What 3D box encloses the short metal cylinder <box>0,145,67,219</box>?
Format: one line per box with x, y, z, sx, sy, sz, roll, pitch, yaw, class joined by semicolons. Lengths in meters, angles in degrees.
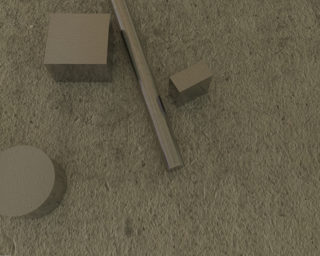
-0.158;0.066;0.369;0.081;0.050;0.080;0;70;0;short metal cylinder

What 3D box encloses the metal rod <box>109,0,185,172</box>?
-0.026;-0.083;0.437;0.025;0.025;0.299;-17;71;-6;metal rod

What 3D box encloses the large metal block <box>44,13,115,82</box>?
-0.109;-0.111;0.434;0.081;0.050;0.080;0;70;-1;large metal block

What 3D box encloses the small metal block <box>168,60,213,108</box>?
0.040;-0.058;0.416;0.050;0.050;0.025;-28;73;-10;small metal block
